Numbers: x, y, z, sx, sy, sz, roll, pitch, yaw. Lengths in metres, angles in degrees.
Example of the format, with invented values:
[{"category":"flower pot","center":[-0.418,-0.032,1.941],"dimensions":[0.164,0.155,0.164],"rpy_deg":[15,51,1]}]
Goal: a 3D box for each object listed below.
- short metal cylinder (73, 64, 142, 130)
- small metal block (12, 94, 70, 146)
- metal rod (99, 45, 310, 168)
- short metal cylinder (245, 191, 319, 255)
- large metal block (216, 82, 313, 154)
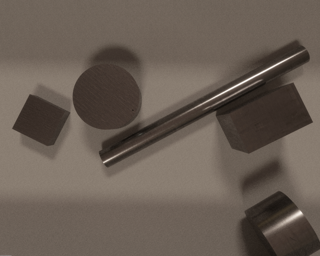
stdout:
[{"category":"short metal cylinder","center":[-0.065,-0.038,0.398],"dimensions":[0.081,0.050,0.079],"rpy_deg":[0,90,-1]},{"category":"small metal block","center":[-0.156,-0.010,0.409],"dimensions":[0.050,0.025,0.050],"rpy_deg":[27,90,-1]},{"category":"metal rod","center":[0.059,-0.029,0.412],"dimensions":[0.301,0.025,0.025],"rpy_deg":[-28,90,-1]},{"category":"short metal cylinder","center":[0.150,0.126,0.386],"dimensions":[0.050,0.080,0.080],"rpy_deg":[-31,90,0]},{"category":"large metal block","center":[0.124,-0.011,0.386],"dimensions":[0.080,0.080,0.050],"rpy_deg":[-26,90,0]}]
